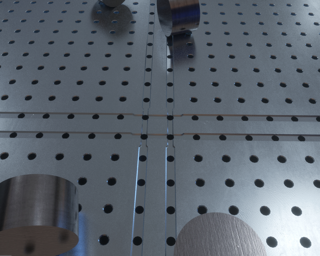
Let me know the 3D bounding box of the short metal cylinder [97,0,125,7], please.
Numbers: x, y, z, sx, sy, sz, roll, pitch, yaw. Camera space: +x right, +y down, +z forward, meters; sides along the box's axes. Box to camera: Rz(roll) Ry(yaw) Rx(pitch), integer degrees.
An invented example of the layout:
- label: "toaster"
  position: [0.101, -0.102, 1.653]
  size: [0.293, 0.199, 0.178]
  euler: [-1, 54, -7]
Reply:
- label: "short metal cylinder"
  position: [-0.103, -0.289, 0.614]
  size: [0.050, 0.080, 0.080]
  euler: [37, 59, 27]

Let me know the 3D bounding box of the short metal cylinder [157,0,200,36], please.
- label: "short metal cylinder"
  position: [0.031, -0.207, 0.546]
  size: [0.050, 0.080, 0.080]
  euler: [-15, 52, -12]

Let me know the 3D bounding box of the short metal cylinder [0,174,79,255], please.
- label: "short metal cylinder"
  position: [-0.120, 0.087, 0.298]
  size: [0.081, 0.080, 0.050]
  euler: [-8, 51, -7]

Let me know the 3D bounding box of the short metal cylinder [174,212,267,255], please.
- label: "short metal cylinder"
  position: [0.052, 0.126, 0.286]
  size: [0.081, 0.050, 0.080]
  euler: [0, 50, 0]
